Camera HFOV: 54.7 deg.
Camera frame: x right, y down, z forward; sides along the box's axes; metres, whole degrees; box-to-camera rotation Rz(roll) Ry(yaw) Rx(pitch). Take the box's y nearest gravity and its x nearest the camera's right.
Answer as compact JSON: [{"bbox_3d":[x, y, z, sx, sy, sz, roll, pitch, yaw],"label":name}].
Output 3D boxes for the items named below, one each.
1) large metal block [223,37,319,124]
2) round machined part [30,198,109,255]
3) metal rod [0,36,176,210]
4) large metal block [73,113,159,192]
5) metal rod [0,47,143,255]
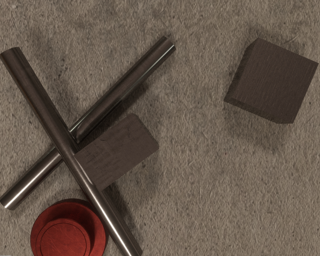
[{"bbox_3d":[0.140,-0.058,0.399,0.080,0.050,0.080,23,90,-1],"label":"large metal block"},{"bbox_3d":[-0.119,0.144,0.400,0.099,0.042,0.097,0,90,-1],"label":"round machined part"},{"bbox_3d":[-0.094,-0.007,0.408,0.300,0.025,0.025,-45,91,-1],"label":"metal rod"},{"bbox_3d":[-0.048,0.026,0.382,0.080,0.080,0.050,-36,90,0],"label":"large metal block"},{"bbox_3d":[-0.105,0.040,0.386,0.025,0.025,0.299,-29,99,0],"label":"metal rod"}]
